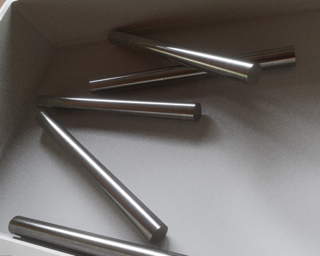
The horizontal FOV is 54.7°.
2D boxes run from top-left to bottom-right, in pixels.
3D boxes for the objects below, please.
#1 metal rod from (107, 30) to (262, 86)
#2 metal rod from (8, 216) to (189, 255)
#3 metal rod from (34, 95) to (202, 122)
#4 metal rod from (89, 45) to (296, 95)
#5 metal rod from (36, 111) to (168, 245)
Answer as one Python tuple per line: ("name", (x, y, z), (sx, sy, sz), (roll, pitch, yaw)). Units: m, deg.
("metal rod", (0.010, -0.109, 0.441), (0.300, 0.025, 0.025), (29, 78, 45))
("metal rod", (-0.066, 0.137, 0.356), (0.300, 0.025, 0.025), (1, 63, 28))
("metal rod", (-0.081, -0.033, 0.468), (0.300, 0.025, 0.025), (6, 65, 30))
("metal rod", (0.028, -0.077, 0.438), (0.300, 0.025, 0.025), (-4, 60, 25))
("metal rod", (-0.098, 0.049, 0.427), (0.300, 0.025, 0.025), (34, 81, 38))
